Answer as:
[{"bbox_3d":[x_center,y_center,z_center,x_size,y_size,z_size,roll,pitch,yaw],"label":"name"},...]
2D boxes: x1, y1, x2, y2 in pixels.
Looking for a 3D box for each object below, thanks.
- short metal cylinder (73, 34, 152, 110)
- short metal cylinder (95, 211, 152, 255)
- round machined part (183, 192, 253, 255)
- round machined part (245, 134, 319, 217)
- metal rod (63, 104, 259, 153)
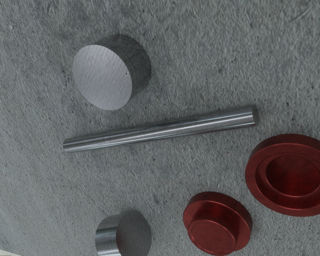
[{"bbox_3d":[-0.057,-0.068,0.377,0.080,0.050,0.079,13,124,20],"label":"short metal cylinder"},{"bbox_3d":[-0.060,0.183,0.514,0.050,0.080,0.080,-22,107,36],"label":"short metal cylinder"},{"bbox_3d":[0.078,0.142,0.442,0.098,0.042,0.097,13,124,20],"label":"round machined part"},{"bbox_3d":[0.149,0.048,0.347,0.098,0.042,0.097,13,124,20],"label":"round machined part"},{"bbox_3d":[-0.020,0.007,0.420,0.300,0.025,0.025,-10,114,32],"label":"metal rod"}]
